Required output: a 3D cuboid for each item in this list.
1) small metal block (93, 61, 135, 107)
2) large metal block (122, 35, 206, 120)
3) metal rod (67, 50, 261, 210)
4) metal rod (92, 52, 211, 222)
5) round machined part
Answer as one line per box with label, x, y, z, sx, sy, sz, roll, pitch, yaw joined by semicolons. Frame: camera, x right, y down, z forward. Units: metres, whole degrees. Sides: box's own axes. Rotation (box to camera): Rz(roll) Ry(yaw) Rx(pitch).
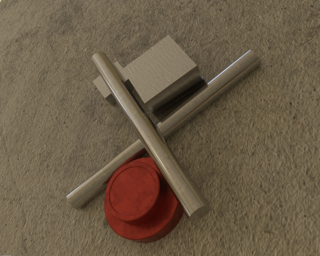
small metal block;-0.070;-0.069;0.484;0.050;0.025;0.050;-40;51;0
large metal block;0.007;-0.068;0.428;0.080;0.050;0.080;-36;51;4
metal rod;0.004;0.003;0.402;0.300;0.025;0.025;-39;51;1
metal rod;-0.028;-0.013;0.394;0.025;0.025;0.300;-37;51;3
round machined part;-0.023;0.078;0.357;0.098;0.042;0.098;-13;56;20
